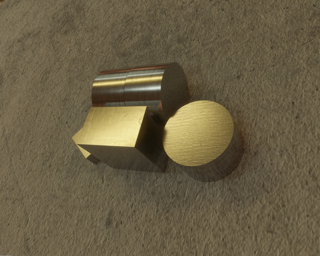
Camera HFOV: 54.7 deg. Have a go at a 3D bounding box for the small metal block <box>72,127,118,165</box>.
[{"bbox_3d":[-0.091,0.016,0.444,0.050,0.025,0.050,-44,51,-3],"label":"small metal block"}]

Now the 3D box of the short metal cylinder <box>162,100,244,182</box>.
[{"bbox_3d":[0.050,0.016,0.353,0.080,0.050,0.080,-13,56,21],"label":"short metal cylinder"}]

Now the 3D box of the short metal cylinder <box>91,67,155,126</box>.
[{"bbox_3d":[-0.047,-0.042,0.421,0.050,0.080,0.080,1,62,29],"label":"short metal cylinder"}]

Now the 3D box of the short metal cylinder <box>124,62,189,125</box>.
[{"bbox_3d":[-0.002,-0.042,0.398,0.050,0.080,0.080,1,62,29],"label":"short metal cylinder"}]

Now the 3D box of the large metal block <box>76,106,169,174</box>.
[{"bbox_3d":[-0.039,0.016,0.382,0.080,0.080,0.050,1,62,28],"label":"large metal block"}]
